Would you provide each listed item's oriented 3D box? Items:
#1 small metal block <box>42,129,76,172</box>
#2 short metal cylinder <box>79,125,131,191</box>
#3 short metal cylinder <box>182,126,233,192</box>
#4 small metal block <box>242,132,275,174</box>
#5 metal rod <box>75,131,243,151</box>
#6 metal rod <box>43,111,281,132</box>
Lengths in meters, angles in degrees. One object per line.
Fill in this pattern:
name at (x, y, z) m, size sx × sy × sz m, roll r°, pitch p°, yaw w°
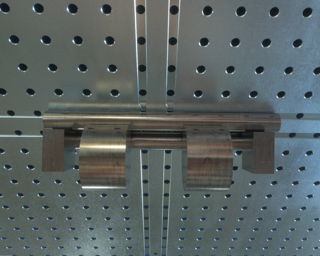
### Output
small metal block at (-0.125, 0.027, 0.387) m, size 0.025 × 0.050 × 0.050 m, roll 1°, pitch 88°, yaw 0°
short metal cylinder at (-0.063, 0.036, 0.377) m, size 0.050 × 0.080 × 0.079 m, roll 1°, pitch 130°, yaw -1°
short metal cylinder at (0.055, 0.037, 0.379) m, size 0.050 × 0.080 × 0.079 m, roll 1°, pitch 130°, yaw -1°
small metal block at (0.123, 0.030, 0.392) m, size 0.025 × 0.050 × 0.050 m, roll 1°, pitch 89°, yaw 0°
metal rod at (0.000, 0.018, 0.427) m, size 0.302 × 0.025 × 0.025 m, roll 1°, pitch 130°, yaw -1°
metal rod at (0.003, -0.008, 0.405) m, size 0.302 × 0.025 × 0.025 m, roll 1°, pitch 130°, yaw -1°
